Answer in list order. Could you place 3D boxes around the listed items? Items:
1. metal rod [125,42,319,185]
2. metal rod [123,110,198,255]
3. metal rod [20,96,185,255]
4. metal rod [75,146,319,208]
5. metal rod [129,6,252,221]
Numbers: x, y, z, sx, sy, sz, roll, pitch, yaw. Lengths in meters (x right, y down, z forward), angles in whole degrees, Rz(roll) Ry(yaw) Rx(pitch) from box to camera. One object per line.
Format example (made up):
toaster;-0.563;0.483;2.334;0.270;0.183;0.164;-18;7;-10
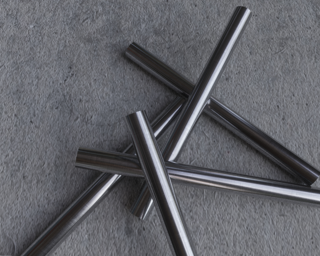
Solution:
metal rod;0.075;-0.026;0.418;0.300;0.025;0.025;37;74;12
metal rod;0.024;0.125;0.322;0.025;0.025;0.299;-20;87;-7
metal rod;-0.069;0.071;0.381;0.025;0.025;0.301;41;74;13
metal rod;0.057;0.059;0.361;0.302;0.025;0.025;11;70;-7
metal rod;0.043;-0.026;0.394;0.025;0.025;0.299;27;81;9
